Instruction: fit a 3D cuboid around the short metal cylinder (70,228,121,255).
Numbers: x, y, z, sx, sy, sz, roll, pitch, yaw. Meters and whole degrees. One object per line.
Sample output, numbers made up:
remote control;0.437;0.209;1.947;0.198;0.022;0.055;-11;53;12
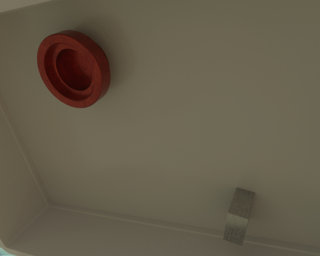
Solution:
short metal cylinder;-0.116;0.230;0.563;0.080;0.050;0.079;0;96;3

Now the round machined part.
round machined part;-0.106;-0.078;0.403;0.098;0.042;0.097;13;124;20

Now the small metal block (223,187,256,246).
small metal block;0.105;0.116;0.408;0.025;0.050;0.050;14;124;20

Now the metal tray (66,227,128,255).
metal tray;-0.133;0.266;0.640;0.090;0.030;0.129;41;129;-1
